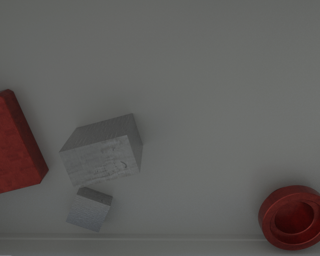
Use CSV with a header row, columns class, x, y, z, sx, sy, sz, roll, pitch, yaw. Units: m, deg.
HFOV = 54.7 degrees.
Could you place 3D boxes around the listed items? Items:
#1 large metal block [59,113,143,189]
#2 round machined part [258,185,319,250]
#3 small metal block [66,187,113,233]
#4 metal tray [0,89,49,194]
class,x,y,z,sx,sy,sz,roll,pitch,yaw
large metal block,-0.069,0.026,0.391,0.080,0.080,0.050,-14,110,5
round machined part,0.192,0.125,0.451,0.099,0.042,0.097,0,110,-1
small metal block,-0.103,0.119,0.454,0.050,0.025,0.050,22,108,-8
metal tray,-0.219,0.022,0.414,0.090,0.030,0.129,-15,110,5
